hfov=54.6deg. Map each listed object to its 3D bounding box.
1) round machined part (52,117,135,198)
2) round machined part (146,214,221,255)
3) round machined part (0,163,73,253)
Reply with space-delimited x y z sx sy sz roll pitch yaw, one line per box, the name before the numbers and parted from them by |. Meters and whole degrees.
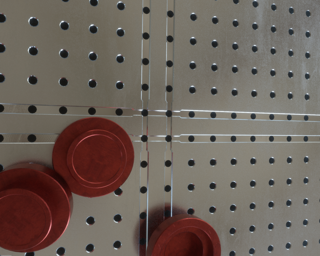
round machined part | -0.078 0.035 0.375 0.099 0.042 0.097 0 90 -20
round machined part | 0.028 0.163 0.414 0.099 0.042 0.097 0 90 -20
round machined part | -0.148 0.091 0.336 0.099 0.042 0.097 -1 99 -6
